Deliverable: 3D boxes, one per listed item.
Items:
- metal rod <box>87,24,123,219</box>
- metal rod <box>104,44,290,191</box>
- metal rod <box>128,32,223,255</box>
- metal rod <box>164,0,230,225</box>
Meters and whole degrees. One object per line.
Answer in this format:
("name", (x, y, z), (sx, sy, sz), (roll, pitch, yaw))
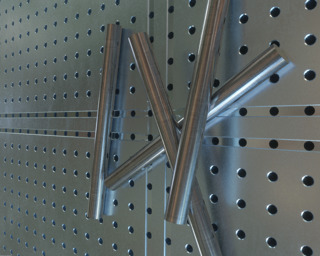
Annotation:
("metal rod", (-0.086, -0.007, 0.482), (0.025, 0.025, 0.298), (11, 97, 39))
("metal rod", (0.024, 0.005, 0.390), (0.299, 0.025, 0.025), (-39, 66, 33))
("metal rod", (0.020, 0.031, 0.365), (0.025, 0.025, 0.299), (-21, 85, 38))
("metal rod", (0.046, -0.046, 0.342), (0.025, 0.025, 0.299), (9, 87, 40))
